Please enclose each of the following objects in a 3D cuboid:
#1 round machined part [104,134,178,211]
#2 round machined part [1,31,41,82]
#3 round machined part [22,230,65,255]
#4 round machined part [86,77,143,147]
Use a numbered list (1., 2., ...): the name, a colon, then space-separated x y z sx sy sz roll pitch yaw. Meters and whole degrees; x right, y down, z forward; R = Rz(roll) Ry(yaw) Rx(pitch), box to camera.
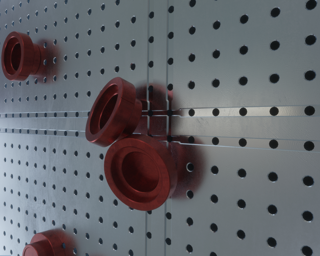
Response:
1. round machined part: -0.021 0.054 0.405 0.098 0.042 0.097 9 109 27
2. round machined part: -0.281 -0.143 0.632 0.098 0.042 0.097 0 90 40
3. round machined part: -0.224 0.249 0.586 0.098 0.042 0.097 0 90 40
4. round machined part: -0.061 -0.018 0.433 0.098 0.042 0.098 -37 39 38
